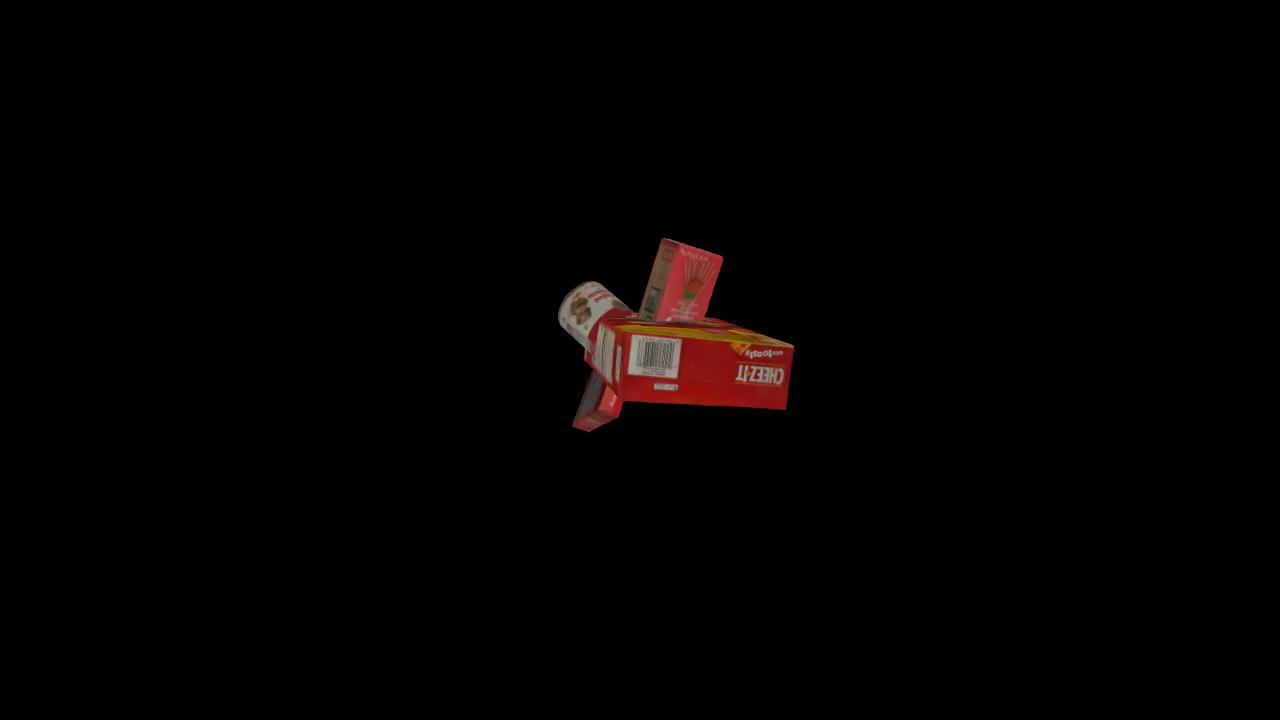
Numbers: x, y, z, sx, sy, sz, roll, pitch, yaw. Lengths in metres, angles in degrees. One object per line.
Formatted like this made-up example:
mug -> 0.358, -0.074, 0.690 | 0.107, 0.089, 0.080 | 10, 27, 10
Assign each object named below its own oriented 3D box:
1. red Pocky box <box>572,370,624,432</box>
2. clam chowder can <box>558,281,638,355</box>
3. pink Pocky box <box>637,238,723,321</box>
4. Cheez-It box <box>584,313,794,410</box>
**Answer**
red Pocky box -> -0.044, 0.038, 0.741 | 0.028, 0.083, 0.155 | 23, -18, -11
clam chowder can -> -0.034, -0.033, 0.677 | 0.102, 0.068, 0.068 | 41, 21, 26
pink Pocky box -> 0.034, -0.046, 0.657 | 0.029, 0.155, 0.084 | 27, 15, 38
Cheez-It box -> 0.037, -0.008, 0.653 | 0.166, 0.071, 0.223 | 4, 9, -14
